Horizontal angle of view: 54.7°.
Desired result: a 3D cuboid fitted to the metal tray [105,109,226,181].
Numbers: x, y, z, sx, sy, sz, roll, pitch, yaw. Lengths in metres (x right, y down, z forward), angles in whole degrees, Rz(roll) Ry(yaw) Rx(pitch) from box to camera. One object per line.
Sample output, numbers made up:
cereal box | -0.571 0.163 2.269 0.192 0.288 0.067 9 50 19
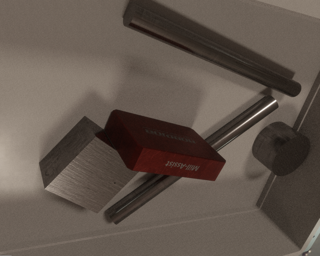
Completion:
metal tray | 0.007 0.022 0.385 0.131 0.090 0.030 13 112 -34

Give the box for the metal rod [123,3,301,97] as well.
metal rod | 0.090 -0.089 0.404 0.302 0.025 0.025 13 112 -34

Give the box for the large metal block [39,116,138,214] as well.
large metal block | -0.084 0.046 0.376 0.080 0.050 0.080 -46 130 3

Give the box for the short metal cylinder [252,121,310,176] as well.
short metal cylinder | 0.207 0.036 0.531 0.081 0.050 0.079 -14 125 -21

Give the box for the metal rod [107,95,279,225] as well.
metal rod | 0.053 0.045 0.467 0.301 0.025 0.025 -35 129 -6
